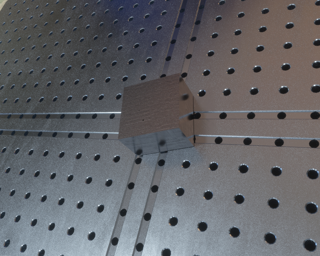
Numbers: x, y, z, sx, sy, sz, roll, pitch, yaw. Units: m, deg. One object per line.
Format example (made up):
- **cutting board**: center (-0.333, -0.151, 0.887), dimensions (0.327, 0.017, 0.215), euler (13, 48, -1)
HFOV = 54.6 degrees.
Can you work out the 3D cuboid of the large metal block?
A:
- **large metal block**: center (-0.003, -0.016, 0.403), dimensions (0.080, 0.050, 0.080), euler (-11, 57, 22)
